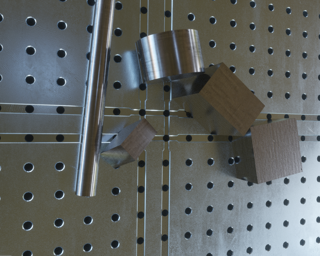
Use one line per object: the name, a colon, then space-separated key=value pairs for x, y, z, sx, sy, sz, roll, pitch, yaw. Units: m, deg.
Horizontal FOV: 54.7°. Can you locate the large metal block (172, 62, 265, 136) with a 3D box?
large metal block: x=0.075 y=-0.035 z=0.412 sx=0.080 sy=0.080 sz=0.050 roll=41 pitch=77 yaw=-16

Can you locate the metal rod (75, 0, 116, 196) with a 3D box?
metal rod: x=-0.077 y=-0.067 z=0.384 sx=0.025 sy=0.025 sz=0.298 roll=6 pitch=88 yaw=-20

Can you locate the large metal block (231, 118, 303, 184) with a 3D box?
large metal block: x=0.157 y=0.031 z=0.459 sx=0.081 sy=0.050 sz=0.079 roll=-10 pitch=94 yaw=-20

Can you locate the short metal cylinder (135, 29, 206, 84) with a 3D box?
short metal cylinder: x=0.013 y=-0.087 z=0.389 sx=0.081 sy=0.080 sz=0.050 roll=-11 pitch=94 yaw=-20

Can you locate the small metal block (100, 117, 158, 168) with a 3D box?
small metal block: x=-0.038 y=0.019 z=0.378 sx=0.025 sy=0.050 sz=0.050 roll=49 pitch=51 yaw=-14
